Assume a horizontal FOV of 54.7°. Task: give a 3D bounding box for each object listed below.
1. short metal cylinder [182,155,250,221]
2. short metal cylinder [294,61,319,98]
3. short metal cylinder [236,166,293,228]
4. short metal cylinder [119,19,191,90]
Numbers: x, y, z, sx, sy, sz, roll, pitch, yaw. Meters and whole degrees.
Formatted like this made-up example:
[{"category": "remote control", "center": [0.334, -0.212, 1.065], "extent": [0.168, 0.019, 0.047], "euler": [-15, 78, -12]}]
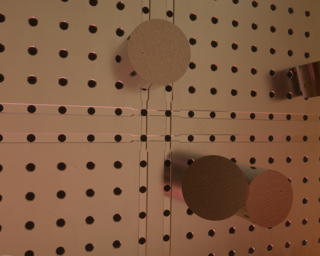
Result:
[{"category": "short metal cylinder", "center": [0.074, 0.077, 0.405], "extent": [0.080, 0.050, 0.080], "euler": [-4, 79, 19]}, {"category": "short metal cylinder", "center": [0.254, -0.080, 0.477], "extent": [0.081, 0.080, 0.050], "euler": [-16, 96, -19]}, {"category": "short metal cylinder", "center": [0.144, 0.098, 0.453], "extent": [0.081, 0.050, 0.079], "euler": [0, 90, -20]}, {"category": "short metal cylinder", "center": [-0.008, -0.092, 0.396], "extent": [0.081, 0.050, 0.079], "euler": [0, 90, -20]}]
